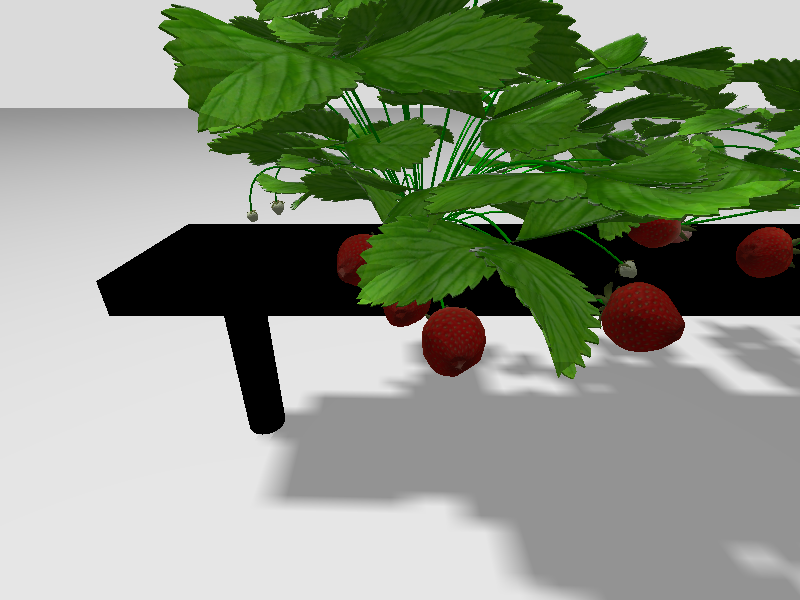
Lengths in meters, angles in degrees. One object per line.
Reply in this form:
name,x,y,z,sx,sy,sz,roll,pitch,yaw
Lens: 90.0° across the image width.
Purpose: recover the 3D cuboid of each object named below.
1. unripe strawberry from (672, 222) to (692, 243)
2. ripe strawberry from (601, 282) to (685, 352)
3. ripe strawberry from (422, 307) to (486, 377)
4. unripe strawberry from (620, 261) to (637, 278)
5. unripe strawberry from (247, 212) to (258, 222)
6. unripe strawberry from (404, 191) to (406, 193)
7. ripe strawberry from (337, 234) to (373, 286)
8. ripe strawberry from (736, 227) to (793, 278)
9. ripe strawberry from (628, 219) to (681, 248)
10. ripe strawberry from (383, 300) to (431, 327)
unripe strawberry,0.256,-0.062,0.369,0.020,0.019,0.018,29,25,-12
ripe strawberry,0.131,0.010,0.215,0.035,0.037,0.038,-17,33,-30
ripe strawberry,0.027,0.022,0.195,0.032,0.034,0.035,-1,28,-2
unripe strawberry,0.172,-0.022,0.302,0.013,0.013,0.012,-52,-5,36
unripe strawberry,-0.153,-0.086,0.416,0.011,0.011,0.011,9,29,17
unripe strawberry,0.001,-0.145,0.537,0.013,0.014,0.014,-3,16,-5
ripe strawberry,-0.029,-0.026,0.282,0.037,0.039,0.041,15,31,26
ripe strawberry,0.268,-0.035,0.297,0.035,0.037,0.033,-10,29,-17
ripe strawberry,0.225,-0.066,0.359,0.042,0.041,0.039,-1,27,0
ripe strawberry,0.003,0.002,0.236,0.029,0.031,0.031,3,28,6
